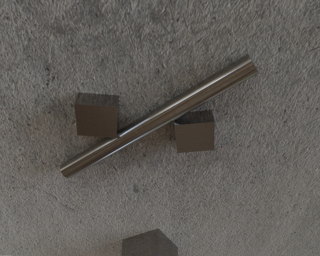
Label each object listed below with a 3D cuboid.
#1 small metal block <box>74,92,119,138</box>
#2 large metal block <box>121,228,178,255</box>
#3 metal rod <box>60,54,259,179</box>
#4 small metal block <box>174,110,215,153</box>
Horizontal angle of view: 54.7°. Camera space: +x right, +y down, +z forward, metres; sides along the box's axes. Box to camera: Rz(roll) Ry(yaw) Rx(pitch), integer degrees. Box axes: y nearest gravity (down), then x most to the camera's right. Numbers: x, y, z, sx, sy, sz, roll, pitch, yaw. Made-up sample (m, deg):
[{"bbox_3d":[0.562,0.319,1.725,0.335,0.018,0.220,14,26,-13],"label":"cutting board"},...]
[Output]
[{"bbox_3d":[-0.079,-0.016,0.393,0.050,0.025,0.050,4,130,-4],"label":"small metal block"},{"bbox_3d":[-0.018,0.247,0.601,0.080,0.050,0.080,-23,127,18],"label":"large metal block"},{"bbox_3d":[-0.017,-0.005,0.402,0.300,0.025,0.025,-29,125,22],"label":"metal rod"},{"bbox_3d":[0.046,0.005,0.412,0.050,0.025,0.050,-5,130,3],"label":"small metal block"}]
